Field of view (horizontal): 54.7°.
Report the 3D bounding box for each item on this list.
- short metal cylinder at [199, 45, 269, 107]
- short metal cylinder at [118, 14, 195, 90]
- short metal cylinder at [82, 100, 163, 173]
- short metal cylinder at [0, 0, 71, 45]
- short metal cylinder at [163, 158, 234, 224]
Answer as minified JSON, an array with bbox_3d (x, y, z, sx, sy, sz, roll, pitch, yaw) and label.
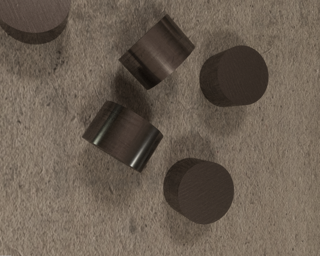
[{"bbox_3d":[0.103,-0.070,0.435,0.081,0.050,0.079,0,90,-21],"label":"short metal cylinder"},{"bbox_3d":[-0.004,-0.092,0.379,0.050,0.080,0.080,46,76,-15],"label":"short metal cylinder"},{"bbox_3d":[-0.043,0.011,0.365,0.080,0.080,0.050,35,79,-17],"label":"short metal cylinder"},{"bbox_3d":[-0.143,-0.139,0.343,0.081,0.050,0.079,0,90,-21],"label":"short metal cylinder"},{"bbox_3d":[0.051,0.082,0.416,0.081,0.050,0.079,0,90,-21],"label":"short metal cylinder"}]
